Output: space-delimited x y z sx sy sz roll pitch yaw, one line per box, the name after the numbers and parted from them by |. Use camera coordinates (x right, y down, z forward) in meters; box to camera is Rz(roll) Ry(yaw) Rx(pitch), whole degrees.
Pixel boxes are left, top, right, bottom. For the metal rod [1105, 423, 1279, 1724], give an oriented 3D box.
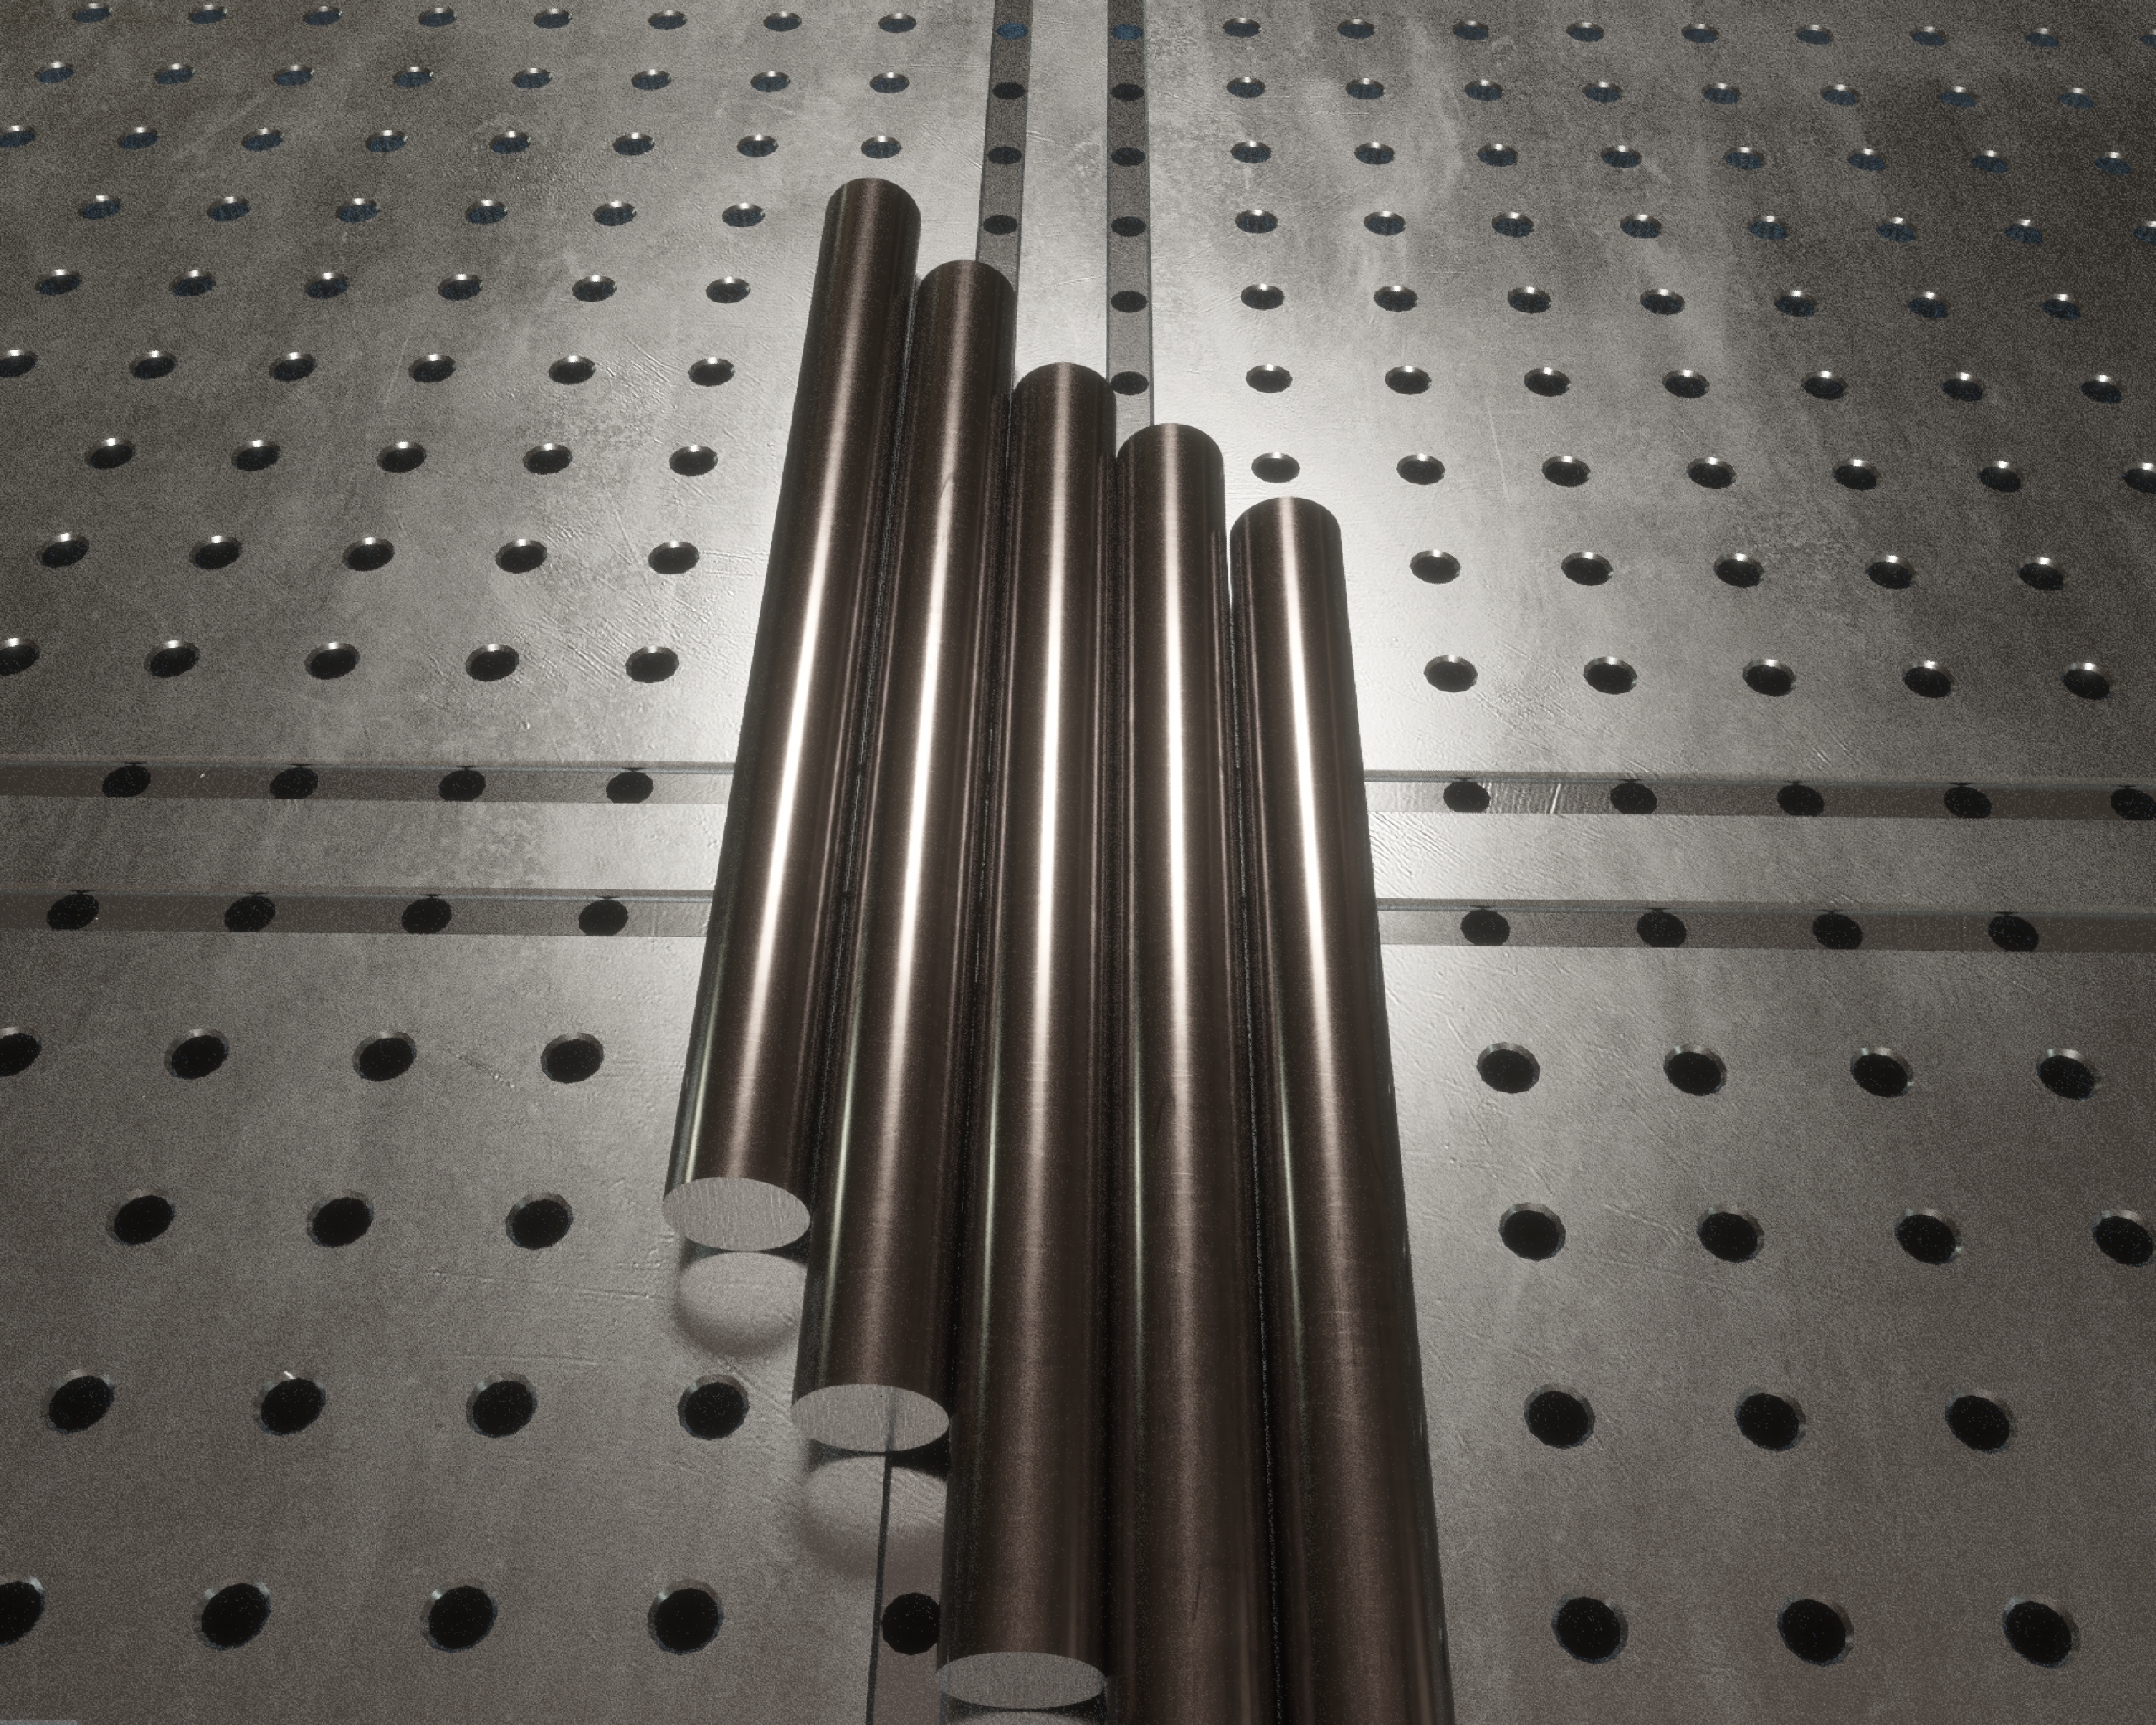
0.019 0.022 0.388 0.025 0.025 0.300 1 50 0 | metal rod

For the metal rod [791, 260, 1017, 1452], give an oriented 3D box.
-0.031 -0.026 0.428 0.025 0.025 0.300 1 50 0 | metal rod

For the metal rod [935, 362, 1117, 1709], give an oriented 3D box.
-0.006 0.005 0.402 0.025 0.025 0.300 1 50 0 | metal rod

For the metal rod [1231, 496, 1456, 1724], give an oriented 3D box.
0.044 0.042 0.372 0.025 0.025 0.300 1 50 0 | metal rod

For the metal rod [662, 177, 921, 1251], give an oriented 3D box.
-0.056 -0.055 0.452 0.025 0.025 0.300 1 50 0 | metal rod
